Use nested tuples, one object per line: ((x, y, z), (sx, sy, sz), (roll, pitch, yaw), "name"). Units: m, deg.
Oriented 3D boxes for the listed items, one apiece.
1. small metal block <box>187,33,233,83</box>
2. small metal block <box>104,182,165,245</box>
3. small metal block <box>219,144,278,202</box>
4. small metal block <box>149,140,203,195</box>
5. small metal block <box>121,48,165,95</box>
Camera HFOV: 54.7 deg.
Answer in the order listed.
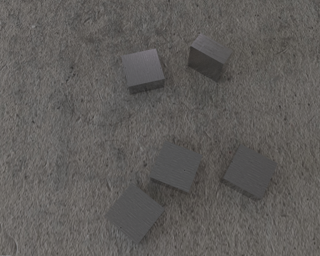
((0.068, -0.097, 0.430), (0.050, 0.050, 0.025), (32, 73, 11), "small metal block")
((-0.029, 0.102, 0.370), (0.050, 0.025, 0.050), (37, 74, 12), "small metal block")
((0.111, 0.056, 0.388), (0.050, 0.025, 0.050), (29, 72, 10), "small metal block")
((0.020, 0.050, 0.390), (0.050, 0.025, 0.050), (21, 71, 7), "small metal block")
((-0.024, -0.079, 0.437), (0.050, 0.025, 0.050), (-13, 71, -5), "small metal block")
